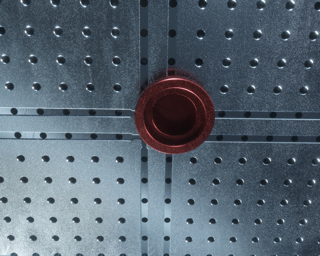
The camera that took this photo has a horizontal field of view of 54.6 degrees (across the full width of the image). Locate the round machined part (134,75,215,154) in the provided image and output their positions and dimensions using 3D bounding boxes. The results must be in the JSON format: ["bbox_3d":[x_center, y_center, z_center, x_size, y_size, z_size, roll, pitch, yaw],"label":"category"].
[{"bbox_3d":[0.018,-0.019,0.397,0.099,0.042,0.097,0,110,0],"label":"round machined part"}]
